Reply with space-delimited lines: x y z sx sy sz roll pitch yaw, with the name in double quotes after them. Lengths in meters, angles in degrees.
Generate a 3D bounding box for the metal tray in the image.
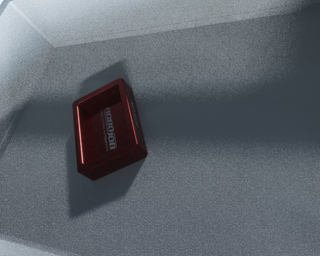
-0.075 -0.001 0.440 0.090 0.030 0.130 -25 53 12 "metal tray"
